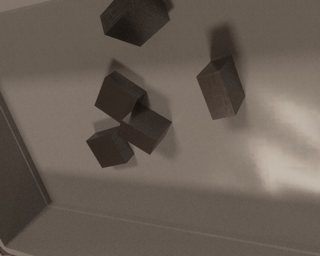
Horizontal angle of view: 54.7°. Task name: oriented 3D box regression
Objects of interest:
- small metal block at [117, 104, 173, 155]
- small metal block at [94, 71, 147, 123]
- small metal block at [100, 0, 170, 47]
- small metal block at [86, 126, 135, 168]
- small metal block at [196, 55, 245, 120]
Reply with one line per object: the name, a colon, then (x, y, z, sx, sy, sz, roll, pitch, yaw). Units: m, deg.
small metal block: (-0.019, 0.000, 0.401, 0.050, 0.050, 0.025, 31, 128, 7)
small metal block: (-0.053, -0.039, 0.411, 0.050, 0.025, 0.050, 34, 129, 5)
small metal block: (-0.027, -0.117, 0.330, 0.050, 0.050, 0.025, -32, 65, 38)
small metal block: (-0.074, 0.029, 0.464, 0.050, 0.025, 0.050, -15, 111, 34)
small metal block: (0.067, -0.044, 0.330, 0.025, 0.050, 0.050, -11, 113, 33)
